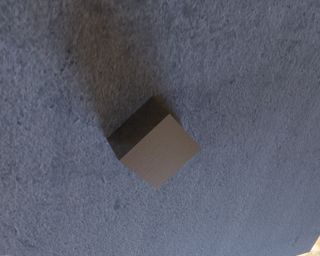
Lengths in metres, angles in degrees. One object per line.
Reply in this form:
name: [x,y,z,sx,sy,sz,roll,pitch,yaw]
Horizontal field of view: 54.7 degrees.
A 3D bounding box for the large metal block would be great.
large metal block: [-0.007,0.020,0.401,0.080,0.050,0.080,-43,130,1]
